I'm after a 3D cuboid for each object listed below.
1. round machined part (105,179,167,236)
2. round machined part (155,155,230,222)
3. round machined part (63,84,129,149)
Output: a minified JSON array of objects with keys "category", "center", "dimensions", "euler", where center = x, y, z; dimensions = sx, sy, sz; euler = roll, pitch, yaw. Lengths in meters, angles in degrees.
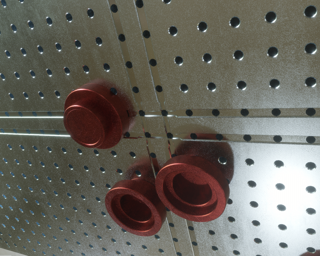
[{"category":"round machined part","center":[-0.034,0.121,0.491],"dimensions":[0.098,0.042,0.097],"euler":[13,124,20]},{"category":"round machined part","center":[0.046,0.077,0.422],"dimensions":[0.098,0.042,0.097],"euler":[13,124,20]},{"category":"round machined part","center":[-0.098,-0.010,0.443],"dimensions":[0.098,0.042,0.097],"euler":[13,124,20]}]
